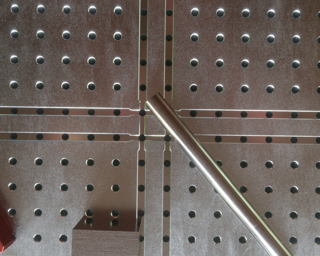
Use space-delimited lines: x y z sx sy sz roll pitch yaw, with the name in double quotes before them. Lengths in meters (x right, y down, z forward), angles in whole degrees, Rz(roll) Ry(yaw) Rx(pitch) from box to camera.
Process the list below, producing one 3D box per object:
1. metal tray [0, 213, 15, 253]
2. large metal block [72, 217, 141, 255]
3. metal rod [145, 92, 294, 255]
"metal tray" -0.267 0.120 0.407 0.090 0.030 0.130 -29 90 -1
"large metal block" -0.068 0.164 0.400 0.081 0.050 0.079 2 90 -1
"metal rod" 0.084 0.076 0.414 0.025 0.025 0.300 -39 91 0
